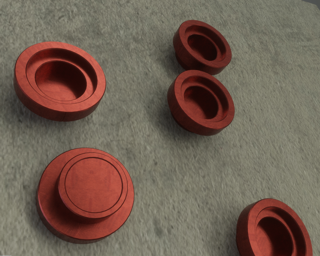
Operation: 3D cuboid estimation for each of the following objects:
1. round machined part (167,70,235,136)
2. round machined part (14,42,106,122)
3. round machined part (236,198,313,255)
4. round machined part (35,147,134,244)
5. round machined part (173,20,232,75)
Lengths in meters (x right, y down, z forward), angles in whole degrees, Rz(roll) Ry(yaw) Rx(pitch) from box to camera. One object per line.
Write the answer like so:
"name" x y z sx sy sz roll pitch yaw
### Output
"round machined part" 0.054 -0.032 0.443 0.099 0.042 0.098 14 56 -21
"round machined part" -0.117 -0.049 0.361 0.099 0.042 0.098 14 56 -21
"round machined part" 0.134 0.140 0.382 0.099 0.042 0.098 14 56 -21
"round machined part" -0.072 0.064 0.316 0.099 0.042 0.098 14 56 -21
"round machined part" 0.064 -0.125 0.506 0.099 0.042 0.098 14 56 -21
